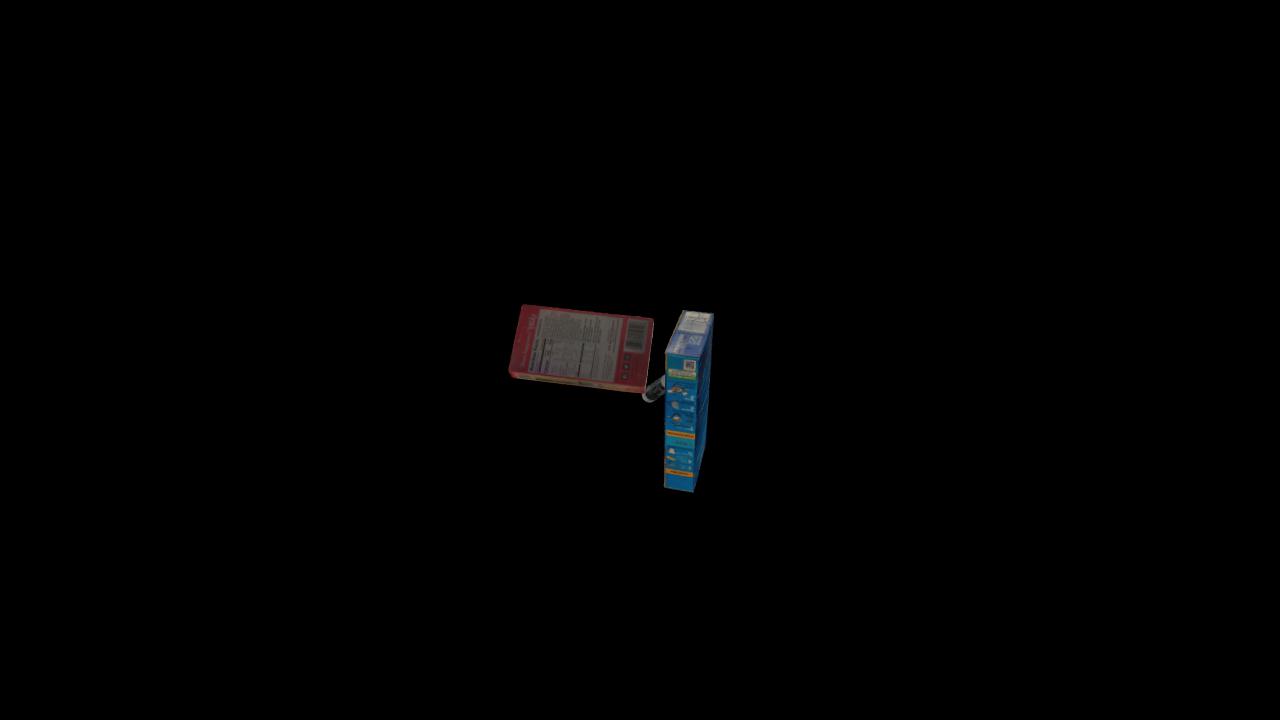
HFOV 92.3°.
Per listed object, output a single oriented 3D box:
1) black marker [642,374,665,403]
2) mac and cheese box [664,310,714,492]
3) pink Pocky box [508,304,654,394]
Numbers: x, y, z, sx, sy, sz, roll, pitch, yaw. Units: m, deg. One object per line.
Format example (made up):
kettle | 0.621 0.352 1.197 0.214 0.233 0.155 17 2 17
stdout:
black marker | 0.026 0.027 0.678 0.020 0.020 0.121 0 -14 -15
mac and cheese box | 0.053 0.047 0.675 0.041 0.184 0.093 7 34 11
pink Pocky box | -0.065 -0.013 0.698 0.155 0.084 0.029 6 -20 3
